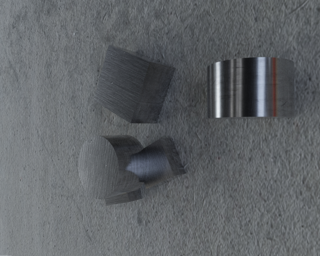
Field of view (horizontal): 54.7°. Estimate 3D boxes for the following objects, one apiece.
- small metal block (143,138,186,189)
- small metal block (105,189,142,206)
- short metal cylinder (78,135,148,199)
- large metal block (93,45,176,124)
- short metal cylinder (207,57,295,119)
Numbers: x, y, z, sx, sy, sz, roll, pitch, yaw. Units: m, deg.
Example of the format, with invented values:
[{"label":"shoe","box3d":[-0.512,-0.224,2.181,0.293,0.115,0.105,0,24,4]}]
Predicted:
[{"label":"small metal block","box3d":[-0.001,0.046,0.406,0.050,0.025,0.050,-32,70,35]},{"label":"small metal block","box3d":[-0.057,0.084,0.453,0.050,0.025,0.050,-19,78,38]},{"label":"short metal cylinder","box3d":[-0.063,0.049,0.408,0.080,0.050,0.080,0,90,40]},{"label":"large metal block","box3d":[-0.036,-0.059,0.419,0.080,0.050,0.079,30,109,36]},{"label":"short metal cylinder","box3d":[0.086,-0.034,0.298,0.080,0.081,0.050,0,90,40]}]
